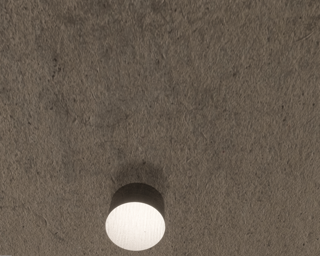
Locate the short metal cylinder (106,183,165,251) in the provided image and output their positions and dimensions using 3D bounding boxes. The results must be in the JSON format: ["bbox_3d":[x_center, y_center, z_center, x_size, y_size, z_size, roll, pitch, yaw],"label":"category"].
[{"bbox_3d":[-0.033,0.126,0.442,0.081,0.050,0.079,0,110,-1],"label":"short metal cylinder"}]
